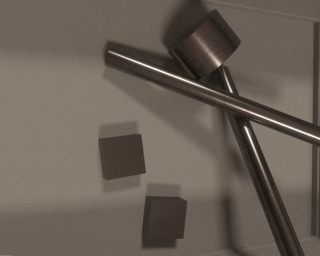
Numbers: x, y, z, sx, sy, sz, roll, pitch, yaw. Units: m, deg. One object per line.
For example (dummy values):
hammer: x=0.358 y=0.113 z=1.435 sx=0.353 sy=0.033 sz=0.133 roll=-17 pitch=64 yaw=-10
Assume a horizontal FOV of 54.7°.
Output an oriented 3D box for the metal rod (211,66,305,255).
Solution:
metal rod: x=0.126 y=0.053 z=0.394 sx=0.025 sy=0.025 sz=0.299 roll=-9 pitch=69 yaw=-20

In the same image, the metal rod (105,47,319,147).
metal rod: x=0.077 y=-0.037 z=0.395 sx=0.302 sy=0.025 sz=0.025 roll=21 pitch=83 yaw=-2

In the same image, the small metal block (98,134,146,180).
small metal block: x=-0.048 y=0.036 z=0.394 sx=0.050 sy=0.025 sz=0.050 roll=-8 pitch=93 yaw=-20

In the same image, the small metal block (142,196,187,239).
small metal block: x=0.006 y=0.119 z=0.414 sx=0.050 sy=0.025 sz=0.050 roll=7 pitch=88 yaw=-20

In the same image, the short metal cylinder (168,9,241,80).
short metal cylinder: x=0.057 y=-0.107 z=0.403 sx=0.050 sy=0.080 sz=0.080 roll=47 pitch=75 yaw=-15
